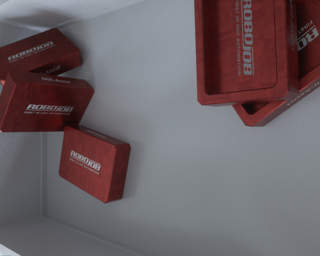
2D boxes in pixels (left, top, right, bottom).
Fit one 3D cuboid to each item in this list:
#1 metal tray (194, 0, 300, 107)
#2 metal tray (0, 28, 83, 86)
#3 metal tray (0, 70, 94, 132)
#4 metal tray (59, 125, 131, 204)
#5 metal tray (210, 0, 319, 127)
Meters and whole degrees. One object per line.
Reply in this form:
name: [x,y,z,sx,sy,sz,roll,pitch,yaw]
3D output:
metal tray: [0.080,-0.089,0.297,0.090,0.030,0.129,-3,88,40]
metal tray: [-0.209,-0.115,0.515,0.090,0.131,0.030,43,151,31]
metal tray: [-0.178,-0.037,0.486,0.030,0.131,0.089,46,118,30]
metal tray: [-0.108,0.053,0.493,0.130,0.030,0.089,17,101,38]
metal tray: [0.119,-0.072,0.305,0.129,0.030,0.090,-42,65,32]
